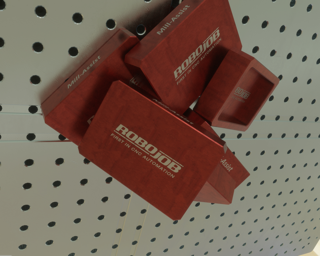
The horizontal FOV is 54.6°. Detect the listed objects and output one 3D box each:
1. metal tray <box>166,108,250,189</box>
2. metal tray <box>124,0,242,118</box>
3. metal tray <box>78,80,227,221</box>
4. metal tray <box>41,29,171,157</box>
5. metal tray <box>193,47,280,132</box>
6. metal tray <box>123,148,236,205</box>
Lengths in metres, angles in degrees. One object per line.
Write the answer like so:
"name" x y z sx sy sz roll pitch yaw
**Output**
"metal tray" 0.058 0.019 0.410 0.030 0.090 0.130 -44 129 2
"metal tray" 0.032 -0.084 0.349 0.130 0.030 0.090 -47 134 -14
"metal tray" -0.010 0.021 0.320 0.090 0.130 0.030 -59 169 14
"metal tray" -0.056 -0.035 0.355 0.130 0.030 0.090 -43 130 2
"metal tray" 0.104 -0.043 0.406 0.131 0.030 0.090 7 118 -56
"metal tray" 0.018 0.061 0.396 0.090 0.130 0.030 45 54 -39
